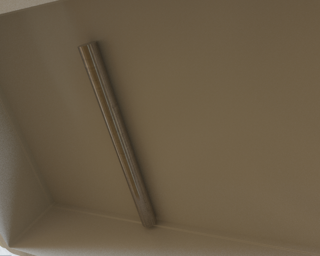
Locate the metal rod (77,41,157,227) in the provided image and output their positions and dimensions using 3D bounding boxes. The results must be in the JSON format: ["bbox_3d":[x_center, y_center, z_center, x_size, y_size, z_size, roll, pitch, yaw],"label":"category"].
[{"bbox_3d":[-0.055,0.025,0.453,0.025,0.025,0.299,-2,118,29],"label":"metal rod"}]
